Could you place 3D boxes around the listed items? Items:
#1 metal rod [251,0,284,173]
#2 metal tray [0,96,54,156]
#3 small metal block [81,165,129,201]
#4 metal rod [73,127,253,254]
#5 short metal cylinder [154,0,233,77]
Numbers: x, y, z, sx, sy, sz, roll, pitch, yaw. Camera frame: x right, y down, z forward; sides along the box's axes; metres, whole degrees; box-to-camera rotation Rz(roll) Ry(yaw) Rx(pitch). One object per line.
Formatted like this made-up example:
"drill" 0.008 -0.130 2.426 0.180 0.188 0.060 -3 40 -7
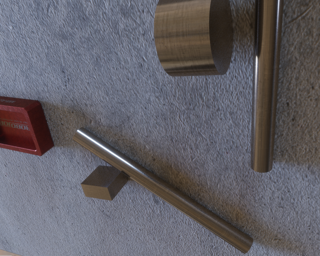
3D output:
"metal rod" 0.104 -0.084 0.299 0.025 0.025 0.298 6 122 24
"metal tray" -0.251 -0.006 0.529 0.130 0.030 0.089 8 122 23
"small metal block" -0.086 0.085 0.487 0.050 0.050 0.025 2 119 27
"metal rod" 0.000 0.089 0.460 0.301 0.025 0.025 32 128 6
"short metal cylinder" 0.035 -0.090 0.296 0.050 0.080 0.079 3 120 27
